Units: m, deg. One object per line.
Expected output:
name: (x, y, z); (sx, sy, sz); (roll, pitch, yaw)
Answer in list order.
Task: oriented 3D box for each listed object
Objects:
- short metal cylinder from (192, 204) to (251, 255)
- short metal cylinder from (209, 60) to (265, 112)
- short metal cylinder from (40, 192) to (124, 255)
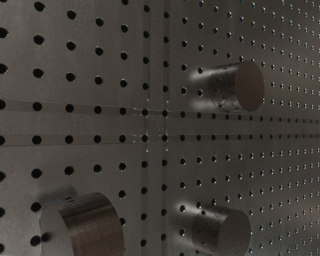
short metal cylinder: (0.095, 0.162, 0.476); (0.081, 0.050, 0.079); (0, 90, -40)
short metal cylinder: (0.125, -0.065, 0.500); (0.081, 0.050, 0.079); (0, 90, -40)
short metal cylinder: (-0.079, 0.109, 0.309); (0.050, 0.080, 0.079); (-8, 95, -40)
